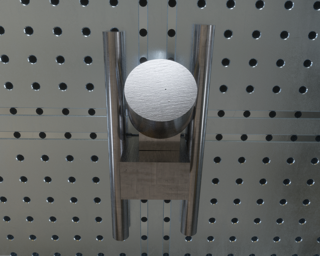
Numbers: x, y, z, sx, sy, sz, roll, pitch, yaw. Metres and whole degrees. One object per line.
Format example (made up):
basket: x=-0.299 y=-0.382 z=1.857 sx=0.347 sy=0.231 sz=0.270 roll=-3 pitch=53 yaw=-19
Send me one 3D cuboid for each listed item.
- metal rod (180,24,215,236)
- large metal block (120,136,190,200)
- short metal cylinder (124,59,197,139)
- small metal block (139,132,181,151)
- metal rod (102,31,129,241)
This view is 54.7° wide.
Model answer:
metal rod: x=0.048 y=0.017 z=0.420 sx=0.025 sy=0.025 sz=0.298 roll=2 pitch=110 yaw=-1
large metal block: x=-0.006 y=0.049 z=0.399 sx=0.081 sy=0.080 sz=0.050 roll=1 pitch=110 yaw=-1
short metal cylinder: x=0.001 y=-0.033 z=0.365 sx=0.081 sy=0.050 sz=0.080 roll=1 pitch=66 yaw=-1
small metal block: x=-0.001 y=0.007 z=0.402 sx=0.050 sy=0.050 sz=0.025 roll=1 pitch=110 yaw=-1
metal rod: x=-0.058 y=0.024 z=0.422 sx=0.025 sy=0.025 sz=0.298 roll=1 pitch=110 yaw=0
